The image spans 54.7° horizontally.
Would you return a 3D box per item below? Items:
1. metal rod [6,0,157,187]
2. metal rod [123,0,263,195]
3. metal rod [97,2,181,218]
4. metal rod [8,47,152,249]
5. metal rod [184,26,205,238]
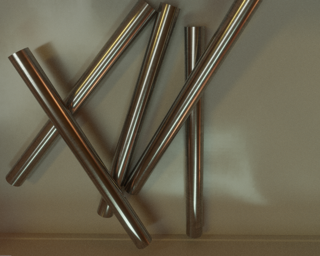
[{"bbox_3d":[-0.109,-0.035,0.397,0.025,0.025,0.299,38,105,-13],"label":"metal rod"},{"bbox_3d":[0.028,-0.028,0.377,0.025,0.025,0.298,26,117,-10],"label":"metal rod"},{"bbox_3d":[-0.034,-0.009,0.407,0.025,0.025,0.298,17,109,-6],"label":"metal rod"},{"bbox_3d":[-0.091,0.039,0.396,0.025,0.025,0.299,-26,108,9],"label":"metal rod"},{"bbox_3d":[0.047,0.019,0.418,0.025,0.025,0.298,-2,110,1],"label":"metal rod"}]
